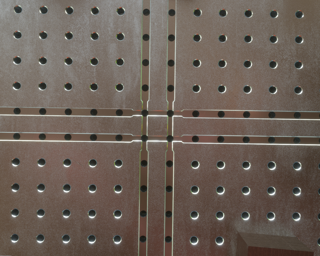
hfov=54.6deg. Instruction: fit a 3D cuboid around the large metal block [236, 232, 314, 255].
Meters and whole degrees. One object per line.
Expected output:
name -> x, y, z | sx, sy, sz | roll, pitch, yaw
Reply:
large metal block -> 0.144, 0.187, 0.402 | 0.080, 0.050, 0.080 | 5, 90, 0
